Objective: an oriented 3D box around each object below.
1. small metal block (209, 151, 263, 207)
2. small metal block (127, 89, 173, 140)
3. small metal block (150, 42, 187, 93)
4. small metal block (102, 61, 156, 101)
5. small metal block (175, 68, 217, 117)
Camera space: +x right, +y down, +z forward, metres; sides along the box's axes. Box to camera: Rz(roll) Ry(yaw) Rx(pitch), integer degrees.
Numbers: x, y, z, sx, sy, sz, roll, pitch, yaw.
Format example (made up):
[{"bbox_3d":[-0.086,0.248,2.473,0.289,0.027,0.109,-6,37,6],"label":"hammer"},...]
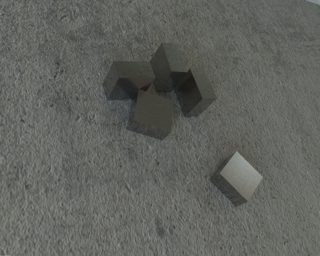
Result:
[{"bbox_3d":[0.103,0.068,0.417,0.050,0.025,0.050,46,51,3],"label":"small metal block"},{"bbox_3d":[-0.012,-0.017,0.407,0.050,0.025,0.050,18,55,-19],"label":"small metal block"},{"bbox_3d":[0.010,-0.086,0.445,0.025,0.050,0.050,-2,63,-29],"label":"small metal block"},{"bbox_3d":[-0.041,-0.061,0.402,0.050,0.050,0.025,-6,65,-31],"label":"small metal block"},{"bbox_3d":[0.049,-0.050,0.444,0.025,0.050,0.050,-5,64,-31],"label":"small metal block"}]
